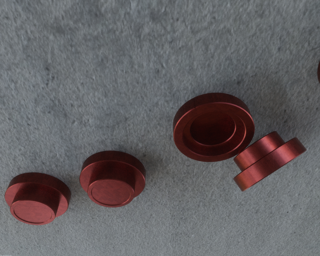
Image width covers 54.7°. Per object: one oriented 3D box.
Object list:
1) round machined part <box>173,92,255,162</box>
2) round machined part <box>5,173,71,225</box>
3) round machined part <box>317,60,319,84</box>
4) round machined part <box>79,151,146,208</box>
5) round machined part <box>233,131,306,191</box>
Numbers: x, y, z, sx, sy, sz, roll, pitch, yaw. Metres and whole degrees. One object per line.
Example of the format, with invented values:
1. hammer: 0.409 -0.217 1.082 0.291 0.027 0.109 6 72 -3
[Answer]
1. round machined part: 0.065 -0.005 0.393 0.099 0.042 0.097 -1 130 0
2. round machined part: -0.197 0.119 0.494 0.099 0.042 0.097 -1 130 0
3. round machined part: 0.222 -0.074 0.337 0.099 0.042 0.097 -1 130 0
4. round machined part: -0.072 0.083 0.466 0.099 0.042 0.097 -1 130 0
5. round machined part: 0.138 0.040 0.411 0.098 0.042 0.098 -30 163 -10
